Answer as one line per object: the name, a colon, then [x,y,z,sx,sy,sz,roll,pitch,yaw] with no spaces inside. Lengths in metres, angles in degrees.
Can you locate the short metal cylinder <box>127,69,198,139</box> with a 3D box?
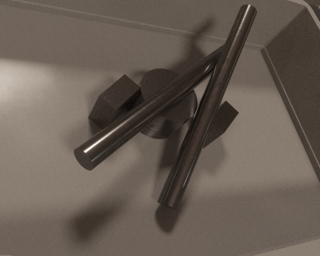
short metal cylinder: [0.002,-0.032,0.412,0.081,0.050,0.080,14,56,-21]

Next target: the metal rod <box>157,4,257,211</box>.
metal rod: [0.068,-0.040,0.401,0.025,0.025,0.300,29,71,-11]

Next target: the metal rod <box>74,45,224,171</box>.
metal rod: [0.019,-0.046,0.381,0.025,0.025,0.302,47,51,4]

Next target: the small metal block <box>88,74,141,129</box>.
small metal block: [-0.056,-0.031,0.379,0.025,0.050,0.050,41,51,-1]

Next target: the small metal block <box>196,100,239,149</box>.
small metal block: [0.077,-0.005,0.436,0.025,0.050,0.050,44,51,1]
